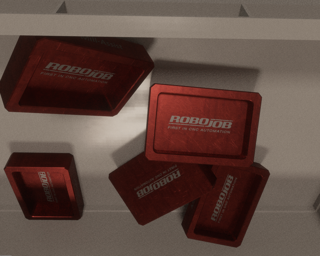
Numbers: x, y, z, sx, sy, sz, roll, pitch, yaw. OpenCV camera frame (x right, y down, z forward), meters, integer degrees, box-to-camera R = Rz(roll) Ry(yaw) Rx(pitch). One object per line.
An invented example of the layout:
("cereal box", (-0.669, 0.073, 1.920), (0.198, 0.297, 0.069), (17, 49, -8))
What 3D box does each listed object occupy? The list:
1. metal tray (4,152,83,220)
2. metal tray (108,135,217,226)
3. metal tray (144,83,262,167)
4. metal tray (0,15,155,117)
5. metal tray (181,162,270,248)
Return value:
("metal tray", (-0.175, 0.094, 0.483), (0.091, 0.030, 0.129), (1, 130, -1))
("metal tray", (0.001, 0.071, 0.436), (0.130, 0.030, 0.090), (-34, 89, 25))
("metal tray", (0.050, -0.004, 0.374), (0.131, 0.030, 0.089), (5, 97, -5))
("metal tray", (-0.080, -0.053, 0.315), (0.131, 0.030, 0.090), (1, 141, -47))
("metal tray", (0.096, 0.107, 0.461), (0.091, 0.030, 0.129), (16, 101, -14))
